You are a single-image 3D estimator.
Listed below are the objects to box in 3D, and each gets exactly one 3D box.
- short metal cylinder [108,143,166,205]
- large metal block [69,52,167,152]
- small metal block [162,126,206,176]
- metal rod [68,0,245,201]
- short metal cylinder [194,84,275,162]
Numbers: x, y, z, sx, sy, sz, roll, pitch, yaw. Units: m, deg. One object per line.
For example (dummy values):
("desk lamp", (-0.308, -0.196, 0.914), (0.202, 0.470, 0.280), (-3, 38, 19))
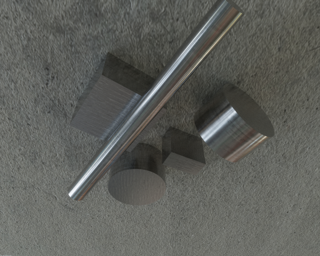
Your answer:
("short metal cylinder", (-0.032, 0.067, 0.448), (0.081, 0.050, 0.079), (0, 130, 0))
("large metal block", (-0.048, -0.028, 0.366), (0.080, 0.050, 0.080), (27, 125, -22))
("small metal block", (0.031, 0.031, 0.417), (0.050, 0.050, 0.025), (21, 127, -17))
("metal rod", (-0.025, -0.008, 0.334), (0.025, 0.025, 0.298), (28, 124, -22))
("short metal cylinder", (0.087, -0.006, 0.367), (0.080, 0.080, 0.050), (29, 124, -23))
